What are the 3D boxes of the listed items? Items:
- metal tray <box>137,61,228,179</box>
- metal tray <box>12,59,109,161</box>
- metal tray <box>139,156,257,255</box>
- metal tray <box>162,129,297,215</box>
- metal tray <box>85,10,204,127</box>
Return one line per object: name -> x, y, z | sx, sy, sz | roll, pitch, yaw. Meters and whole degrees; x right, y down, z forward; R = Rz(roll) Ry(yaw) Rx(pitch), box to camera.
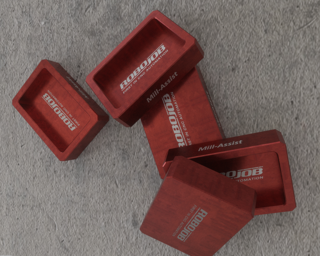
metal tray -> 0.026, -0.008, 0.397 | 0.090, 0.030, 0.129 | -21, 83, 18
metal tray -> -0.149, -0.026, 0.458 | 0.130, 0.030, 0.090 | 45, 104, 14
metal tray -> 0.036, 0.095, 0.345 | 0.090, 0.030, 0.129 | 25, 136, 3
metal tray -> 0.078, 0.058, 0.353 | 0.130, 0.030, 0.090 | -12, 113, 15
metal tray -> -0.022, -0.075, 0.386 | 0.130, 0.030, 0.090 | -44, 55, 4
